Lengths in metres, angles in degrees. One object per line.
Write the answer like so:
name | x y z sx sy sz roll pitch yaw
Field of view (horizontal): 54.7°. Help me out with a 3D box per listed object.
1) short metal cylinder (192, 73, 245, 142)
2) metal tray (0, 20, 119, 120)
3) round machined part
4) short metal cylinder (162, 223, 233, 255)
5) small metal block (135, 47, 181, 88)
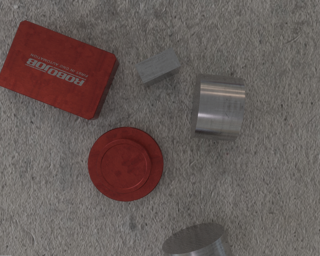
short metal cylinder | 0.069 -0.025 0.383 0.050 0.080 0.080 6 90 0
metal tray | -0.131 -0.074 0.406 0.131 0.030 0.090 21 90 0
round machined part | -0.045 0.047 0.401 0.099 0.042 0.097 0 90 0
short metal cylinder | 0.049 0.159 0.383 0.080 0.080 0.050 -18 90 0
small metal block | -0.002 -0.076 0.397 0.050 0.050 0.025 -25 90 0
